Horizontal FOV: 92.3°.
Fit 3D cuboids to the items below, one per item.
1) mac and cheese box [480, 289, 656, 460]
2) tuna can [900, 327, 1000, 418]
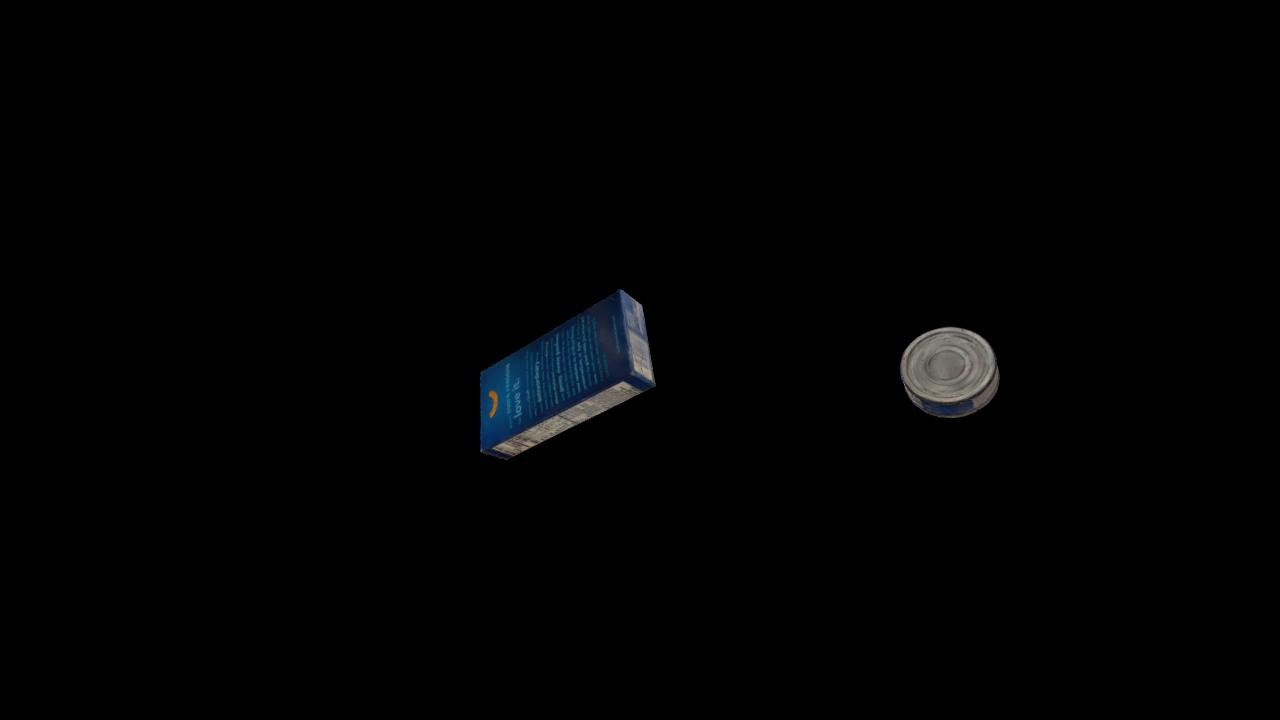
[{"bbox_3d":[-0.074,0.018,0.579,0.184,0.093,0.041,-27,-35,26],"label":"mac and cheese box"},{"bbox_3d":[0.295,0.011,0.589,0.084,0.084,0.034,0,-27,34],"label":"tuna can"}]
